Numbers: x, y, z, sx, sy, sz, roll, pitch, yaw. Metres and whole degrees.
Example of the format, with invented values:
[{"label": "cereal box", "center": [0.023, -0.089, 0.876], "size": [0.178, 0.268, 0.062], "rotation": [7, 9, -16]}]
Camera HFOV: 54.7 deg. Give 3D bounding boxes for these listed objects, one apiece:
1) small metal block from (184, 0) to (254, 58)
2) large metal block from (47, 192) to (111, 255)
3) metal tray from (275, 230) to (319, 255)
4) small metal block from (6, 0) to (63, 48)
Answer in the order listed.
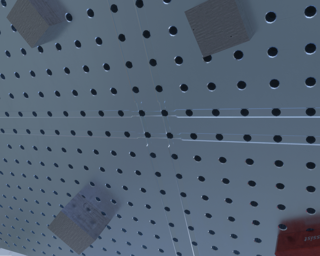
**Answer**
[{"label": "small metal block", "center": [0.060, -0.106, 0.313], "size": [0.050, 0.025, 0.050], "rotation": [-14, 111, 33]}, {"label": "large metal block", "center": [-0.154, 0.182, 0.586], "size": [0.080, 0.050, 0.080], "rotation": [41, 129, -1]}, {"label": "metal tray", "center": [0.228, 0.172, 0.394], "size": [0.130, 0.030, 0.090], "rotation": [-25, 105, 36]}, {"label": "small metal block", "center": [-0.166, -0.143, 0.408], "size": [0.050, 0.025, 0.050], "rotation": [-30, 102, 37]}]
